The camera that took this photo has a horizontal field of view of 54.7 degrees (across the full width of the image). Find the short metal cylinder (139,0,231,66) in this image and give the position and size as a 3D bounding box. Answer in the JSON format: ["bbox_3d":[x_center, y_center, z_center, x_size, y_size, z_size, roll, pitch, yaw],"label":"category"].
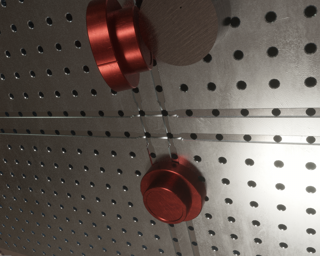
[{"bbox_3d":[0.026,-0.109,0.313,0.080,0.050,0.079,13,124,20],"label":"short metal cylinder"}]

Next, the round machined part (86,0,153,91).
[{"bbox_3d":[-0.037,-0.091,0.330,0.042,0.098,0.097,-11,114,11],"label":"round machined part"}]

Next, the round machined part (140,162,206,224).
[{"bbox_3d":[0.014,0.101,0.454,0.098,0.042,0.097,13,124,20],"label":"round machined part"}]
